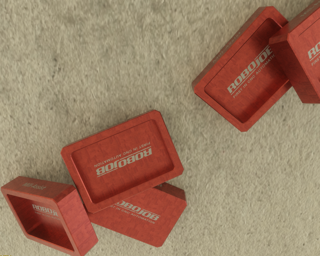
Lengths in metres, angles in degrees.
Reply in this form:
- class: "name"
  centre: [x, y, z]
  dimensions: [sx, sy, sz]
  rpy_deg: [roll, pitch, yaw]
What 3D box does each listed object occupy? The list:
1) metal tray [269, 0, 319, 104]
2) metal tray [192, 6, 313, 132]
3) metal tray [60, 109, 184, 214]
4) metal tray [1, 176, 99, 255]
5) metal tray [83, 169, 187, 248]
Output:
- class: "metal tray"
  centre: [0.194, -0.099, 0.345]
  dimensions: [0.130, 0.030, 0.090]
  rpy_deg: [-40, 106, -12]
- class: "metal tray"
  centre: [0.115, -0.070, 0.382]
  dimensions: [0.090, 0.030, 0.130]
  rpy_deg: [38, 105, -13]
- class: "metal tray"
  centre: [-0.046, 0.040, 0.396]
  dimensions: [0.131, 0.030, 0.090]
  rpy_deg: [-23, 97, -6]
- class: "metal tray"
  centre: [-0.149, 0.114, 0.410]
  dimensions: [0.130, 0.030, 0.089]
  rpy_deg: [0, 115, 37]
- class: "metal tray"
  centre: [-0.038, 0.110, 0.447]
  dimensions: [0.131, 0.030, 0.089]
  rpy_deg: [25, 108, -9]
